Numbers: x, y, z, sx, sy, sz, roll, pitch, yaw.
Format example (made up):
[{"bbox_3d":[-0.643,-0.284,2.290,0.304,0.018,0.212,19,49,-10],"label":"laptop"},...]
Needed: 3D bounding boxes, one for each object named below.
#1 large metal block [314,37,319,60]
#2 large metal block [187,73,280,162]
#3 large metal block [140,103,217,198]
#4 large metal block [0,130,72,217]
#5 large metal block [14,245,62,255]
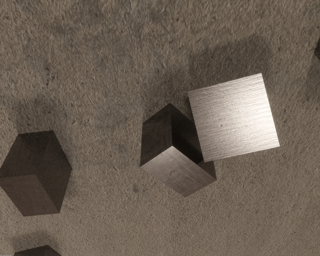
[{"bbox_3d":[0.217,-0.078,0.308,0.081,0.080,0.050,1,130,-2],"label":"large metal block"},{"bbox_3d":[0.083,-0.011,0.357,0.080,0.050,0.080,-14,88,10],"label":"large metal block"},{"bbox_3d":[0.023,0.028,0.396,0.050,0.080,0.080,-36,122,26],"label":"large metal block"},{"bbox_3d":[-0.165,0.061,0.421,0.050,0.080,0.080,-7,130,5],"label":"large metal block"},{"bbox_3d":[-0.252,0.289,0.613,0.080,0.080,0.050,-17,128,13],"label":"large metal block"}]
